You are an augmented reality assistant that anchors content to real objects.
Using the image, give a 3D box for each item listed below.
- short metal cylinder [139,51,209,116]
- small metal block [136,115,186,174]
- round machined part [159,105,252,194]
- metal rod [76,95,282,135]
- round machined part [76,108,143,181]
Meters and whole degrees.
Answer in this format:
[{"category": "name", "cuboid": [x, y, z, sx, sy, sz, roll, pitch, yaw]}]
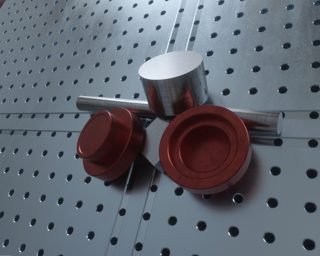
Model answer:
[{"category": "short metal cylinder", "cuboid": [0.018, -0.059, 0.395, 0.080, 0.050, 0.080, -11, 34, 7]}, {"category": "small metal block", "cuboid": [0.001, 0.020, 0.390, 0.050, 0.025, 0.050, -45, 51, -3]}, {"category": "round machined part", "cuboid": [0.052, 0.026, 0.346, 0.098, 0.042, 0.098, -11, 60, 19]}, {"category": "metal rod", "cuboid": [0.003, -0.022, 0.415, 0.300, 0.025, 0.025, 8, 66, 31]}, {"category": "round machined part", "cuboid": [-0.071, 0.016, 0.403, 0.098, 0.042, 0.098, -28, 45, 33]}]
